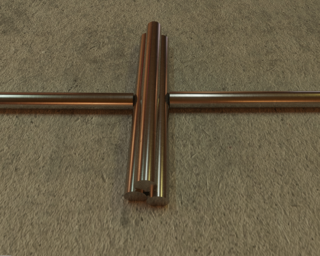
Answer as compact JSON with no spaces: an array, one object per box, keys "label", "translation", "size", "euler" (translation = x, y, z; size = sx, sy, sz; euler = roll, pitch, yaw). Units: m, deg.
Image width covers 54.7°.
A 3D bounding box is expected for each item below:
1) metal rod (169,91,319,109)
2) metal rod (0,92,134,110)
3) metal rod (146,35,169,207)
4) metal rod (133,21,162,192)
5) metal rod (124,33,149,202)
[{"label":"metal rod","translation":[0.164,-0.040,0.440],"size":[0.302,0.025,0.025],"euler":[0,50,-1]},{"label":"metal rod","translation":[-0.188,-0.038,0.434],"size":[0.302,0.025,0.025],"euler":[0,50,0]},{"label":"metal rod","translation":[0.000,-0.034,0.434],"size":[0.025,0.025,0.300],"euler":[1,50,0]},{"label":"metal rod","translation":[-0.013,-0.053,0.423],"size":[0.025,0.025,0.300],"euler":[1,50,0]},{"label":"metal rod","translation":[-0.024,-0.039,0.438],"size":[0.025,0.025,0.300],"euler":[1,50,0]}]
